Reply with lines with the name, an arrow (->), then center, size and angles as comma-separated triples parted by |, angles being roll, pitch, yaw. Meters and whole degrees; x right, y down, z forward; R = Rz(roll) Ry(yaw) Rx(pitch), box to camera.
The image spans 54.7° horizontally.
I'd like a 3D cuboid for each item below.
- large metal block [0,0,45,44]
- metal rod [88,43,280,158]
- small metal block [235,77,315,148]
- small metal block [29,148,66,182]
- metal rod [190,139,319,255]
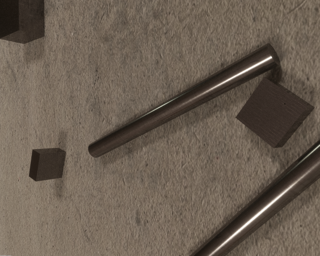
large metal block -> -0.273, -0.218, 0.610 | 0.080, 0.050, 0.079 | -1, 89, 39
metal rod -> 0.006, -0.019, 0.398 | 0.299, 0.025, 0.025 | -27, 74, 36
small metal block -> 0.114, -0.015, 0.310 | 0.050, 0.025, 0.050 | 45, 117, 30
small metal block -> -0.199, 0.064, 0.550 | 0.025, 0.050, 0.050 | 19, 102, 38
metal rod -> 0.115, 0.069, 0.309 | 0.025, 0.025, 0.298 | 52, 120, 27
